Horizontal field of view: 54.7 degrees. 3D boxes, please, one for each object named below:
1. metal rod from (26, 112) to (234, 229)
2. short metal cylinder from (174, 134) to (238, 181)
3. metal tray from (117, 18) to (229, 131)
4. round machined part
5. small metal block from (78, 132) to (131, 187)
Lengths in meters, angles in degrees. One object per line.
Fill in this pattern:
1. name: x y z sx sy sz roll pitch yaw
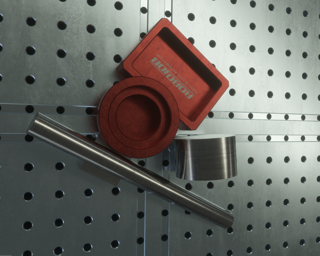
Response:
1. metal rod: -0.017 0.065 0.386 0.301 0.025 0.025 32 80 -26
2. short metal cylinder: 0.059 0.036 0.405 0.081 0.080 0.050 -4 92 -20
3. metal tray: 0.020 -0.069 0.418 0.130 0.030 0.090 42 76 -15
4. round machined part: -0.029 -0.013 0.385 0.099 0.042 0.097 0 90 -18
5. small metal block: -0.067 0.038 0.389 0.050 0.025 0.050 30 80 -18
